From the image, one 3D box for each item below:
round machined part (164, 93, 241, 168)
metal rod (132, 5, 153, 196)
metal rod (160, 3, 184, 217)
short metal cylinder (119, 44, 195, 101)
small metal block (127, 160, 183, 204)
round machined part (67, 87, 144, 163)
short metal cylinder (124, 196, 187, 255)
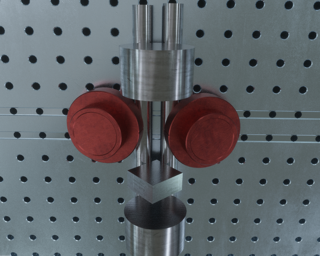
[{"bbox_3d":[0.058,0.008,0.393,0.099,0.042,0.097,-6,111,-14],"label":"round machined part"},{"bbox_3d":[-0.022,-0.003,0.411,0.025,0.025,0.298,1,110,0],"label":"metal rod"},{"bbox_3d":[0.013,-0.005,0.411,0.025,0.025,0.298,1,110,0],"label":"metal rod"},{"bbox_3d":[-0.003,-0.064,0.337,0.081,0.080,0.050,1,110,-1],"label":"short metal cylinder"},{"bbox_3d":[-0.007,0.067,0.400,0.050,0.050,0.025,-16,116,-39],"label":"small metal block"},{"bbox_3d":[-0.074,0.001,0.391,0.098,0.042,0.097,5,111,13],"label":"round machined part"},{"bbox_3d":[-0.006,0.128,0.408,0.081,0.080,0.050,1,110,-1],"label":"short metal cylinder"}]
